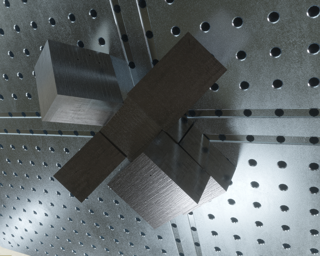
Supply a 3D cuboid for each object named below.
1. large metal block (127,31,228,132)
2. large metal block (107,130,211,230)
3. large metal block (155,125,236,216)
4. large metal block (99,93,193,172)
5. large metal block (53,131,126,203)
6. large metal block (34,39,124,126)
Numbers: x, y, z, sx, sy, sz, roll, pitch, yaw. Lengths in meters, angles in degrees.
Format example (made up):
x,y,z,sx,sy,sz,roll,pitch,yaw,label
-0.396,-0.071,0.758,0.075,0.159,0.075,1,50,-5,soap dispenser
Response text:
x,y,z,sx,sy,sz,roll,pitch,yaw,label
0.015,-0.043,0.322,0.050,0.080,0.080,44,89,-2,large metal block
-0.002,0.062,0.369,0.080,0.050,0.080,44,128,-4,large metal block
0.038,0.057,0.410,0.080,0.050,0.080,46,128,-2,large metal block
-0.019,-0.001,0.405,0.080,0.050,0.080,44,129,-2,large metal block
-0.096,0.054,0.440,0.050,0.080,0.080,45,171,-2,large metal block
-0.099,-0.052,0.377,0.050,0.081,0.080,-44,54,39,large metal block
